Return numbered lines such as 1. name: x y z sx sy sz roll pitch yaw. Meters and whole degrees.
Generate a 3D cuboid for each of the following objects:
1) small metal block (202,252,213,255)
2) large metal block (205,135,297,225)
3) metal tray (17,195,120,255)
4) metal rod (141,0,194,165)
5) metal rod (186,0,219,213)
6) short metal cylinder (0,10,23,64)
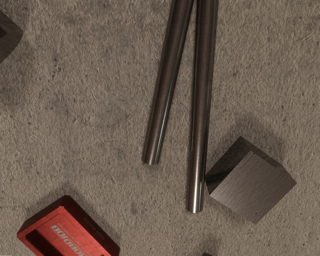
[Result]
1. small metal block: 0.071 0.234 0.484 0.025 0.050 0.050 27 108 -10
2. large metal block: 0.121 0.071 0.424 0.080 0.050 0.080 34 106 -12
3. metal tray: -0.135 0.174 0.469 0.090 0.030 0.130 -34 107 11
4. metal rod: 0.015 -0.093 0.375 0.025 0.025 0.298 10 110 -4
5. metal rod: 0.053 -0.023 0.402 0.025 0.025 0.298 1 110 -1
6. short metal cylinder: -0.201 -0.098 0.341 0.080 0.080 0.050 -43 105 14
